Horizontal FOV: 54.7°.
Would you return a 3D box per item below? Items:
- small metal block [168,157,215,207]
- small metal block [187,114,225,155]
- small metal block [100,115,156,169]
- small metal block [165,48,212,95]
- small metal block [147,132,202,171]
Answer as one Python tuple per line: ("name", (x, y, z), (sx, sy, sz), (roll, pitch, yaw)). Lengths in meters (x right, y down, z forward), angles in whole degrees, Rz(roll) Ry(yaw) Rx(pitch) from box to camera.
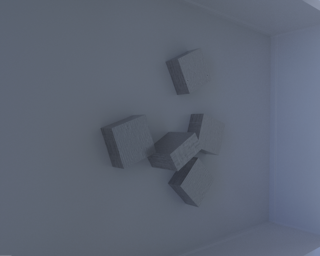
("small metal block", (0.046, 0.077, 0.445), (0.050, 0.025, 0.050), (52, 60, -28))
("small metal block", (0.068, 0.010, 0.463), (0.050, 0.025, 0.050), (21, 77, -38))
("small metal block", (-0.037, 0.015, 0.375), (0.050, 0.025, 0.050), (-25, 106, -37))
("small metal block", (0.041, -0.081, 0.441), (0.050, 0.025, 0.050), (-33, 111, -35))
("small metal block", (0.017, 0.029, 0.405), (0.050, 0.050, 0.025), (-38, 114, -33))
